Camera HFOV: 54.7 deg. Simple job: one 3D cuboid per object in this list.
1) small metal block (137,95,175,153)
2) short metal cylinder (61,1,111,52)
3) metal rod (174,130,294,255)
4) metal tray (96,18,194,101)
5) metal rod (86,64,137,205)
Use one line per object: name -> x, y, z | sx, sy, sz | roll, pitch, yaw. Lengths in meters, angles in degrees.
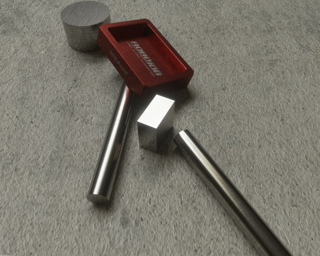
small metal block -> -0.004, -0.005, 0.391 | 0.025, 0.050, 0.050 | 21, 53, 16
short metal cylinder -> -0.124, -0.175, 0.533 | 0.081, 0.050, 0.080 | 0, 50, 0
metal rod -> 0.103, 0.111, 0.311 | 0.025, 0.025, 0.300 | -24, 54, -19
metal tray -> -0.023, -0.106, 0.459 | 0.091, 0.030, 0.130 | -22, 64, -33
metal rod -> -0.049, -0.036, 0.432 | 0.025, 0.025, 0.300 | 6, 50, 4
